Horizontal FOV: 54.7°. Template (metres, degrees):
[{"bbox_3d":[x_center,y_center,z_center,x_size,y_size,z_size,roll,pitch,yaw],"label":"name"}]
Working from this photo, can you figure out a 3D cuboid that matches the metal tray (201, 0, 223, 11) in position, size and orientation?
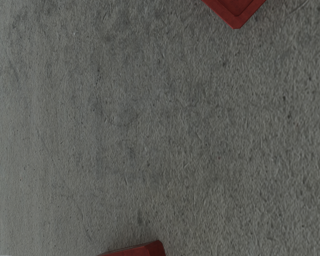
[{"bbox_3d":[0.070,-0.211,0.344,0.090,0.030,0.129,49,119,29],"label":"metal tray"}]

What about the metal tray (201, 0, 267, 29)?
[{"bbox_3d":[0.088,-0.173,0.295,0.090,0.030,0.129,42,115,-2],"label":"metal tray"}]

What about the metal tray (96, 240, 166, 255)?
[{"bbox_3d":[-0.041,0.217,0.435,0.130,0.030,0.090,-28,73,36],"label":"metal tray"}]
